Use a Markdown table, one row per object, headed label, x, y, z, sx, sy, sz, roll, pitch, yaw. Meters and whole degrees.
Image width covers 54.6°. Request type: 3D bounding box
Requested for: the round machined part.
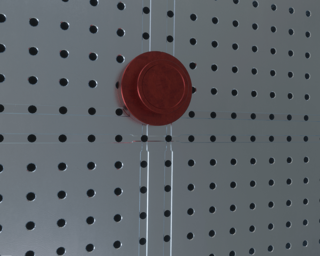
| label | x | y | z | sx | sy | sz | roll | pitch | yaw |
| --- | --- | --- | --- | --- | --- | --- | --- | --- | --- |
| round machined part | -0.002 | -0.052 | 0.402 | 0.099 | 0.042 | 0.097 | 0 | 90 | -20 |
